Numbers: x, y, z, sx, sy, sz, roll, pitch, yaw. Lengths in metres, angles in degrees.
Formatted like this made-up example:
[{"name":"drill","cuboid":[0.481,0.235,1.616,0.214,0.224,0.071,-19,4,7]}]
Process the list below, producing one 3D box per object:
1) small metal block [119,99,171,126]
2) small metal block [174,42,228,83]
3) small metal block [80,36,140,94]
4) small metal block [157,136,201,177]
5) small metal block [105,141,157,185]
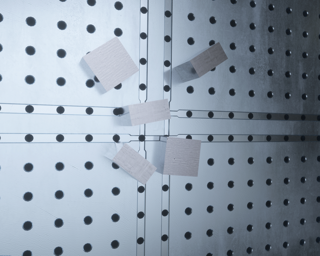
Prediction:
[{"name":"small metal block","cuboid":[-0.020,-0.019,0.393,0.050,0.050,0.025,-11,94,-20]},{"name":"small metal block","cuboid":[0.055,-0.088,0.421,0.050,0.050,0.025,-35,102,-17]},{"name":"small metal block","cuboid":[-0.063,-0.079,0.390,0.050,0.025,0.050,-37,102,-16]},{"name":"small metal block","cuboid":[0.026,0.039,0.423,0.050,0.025,0.050,7,88,-20]},{"name":"small metal block","cuboid":[-0.038,0.042,0.386,0.050,0.050,0.025,41,77,-16]}]
